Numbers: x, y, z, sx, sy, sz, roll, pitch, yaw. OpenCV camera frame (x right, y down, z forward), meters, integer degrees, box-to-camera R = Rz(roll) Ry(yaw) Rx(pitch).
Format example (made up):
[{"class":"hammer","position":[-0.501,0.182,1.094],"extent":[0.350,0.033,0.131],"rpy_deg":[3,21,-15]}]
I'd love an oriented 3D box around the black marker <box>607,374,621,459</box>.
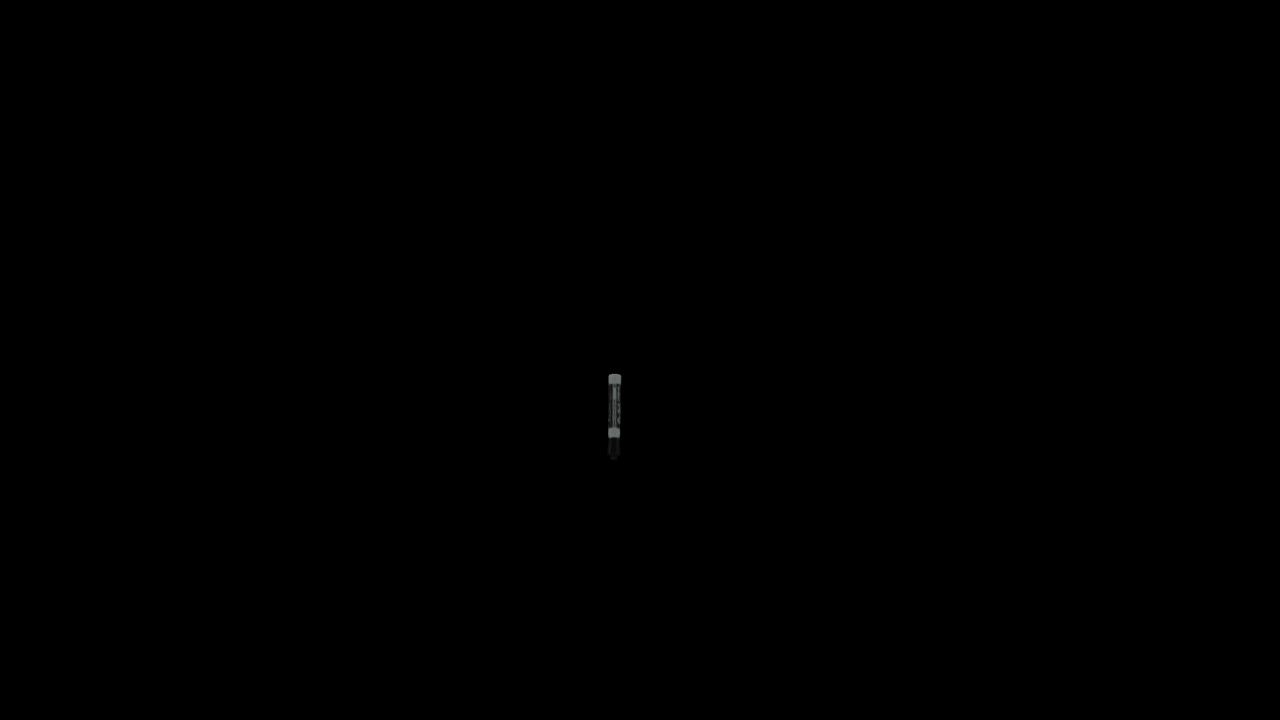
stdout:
[{"class":"black marker","position":[-0.036,0.079,0.865],"extent":[0.020,0.121,0.020],"rpy_deg":[0,-20,0]}]
